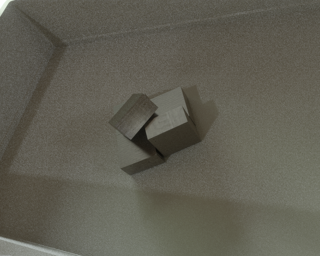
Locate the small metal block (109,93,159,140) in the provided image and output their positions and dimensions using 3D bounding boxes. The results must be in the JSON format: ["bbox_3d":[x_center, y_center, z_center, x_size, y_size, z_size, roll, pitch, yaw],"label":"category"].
[{"bbox_3d":[-0.034,-0.016,0.382,0.050,0.025,0.050,-50,17,-8],"label":"small metal block"}]

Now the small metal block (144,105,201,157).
[{"bbox_3d":[0.016,0.005,0.375,0.050,0.050,0.025,-25,53,12],"label":"small metal block"}]

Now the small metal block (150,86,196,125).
[{"bbox_3d":[0.014,-0.020,0.407,0.050,0.025,0.050,-22,54,14],"label":"small metal block"}]

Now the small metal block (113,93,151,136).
[{"bbox_3d":[-0.034,-0.013,0.428,0.050,0.025,0.050,-22,54,14],"label":"small metal block"}]

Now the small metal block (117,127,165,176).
[{"bbox_3d":[-0.026,0.027,0.399,0.050,0.025,0.050,-22,54,14],"label":"small metal block"}]
